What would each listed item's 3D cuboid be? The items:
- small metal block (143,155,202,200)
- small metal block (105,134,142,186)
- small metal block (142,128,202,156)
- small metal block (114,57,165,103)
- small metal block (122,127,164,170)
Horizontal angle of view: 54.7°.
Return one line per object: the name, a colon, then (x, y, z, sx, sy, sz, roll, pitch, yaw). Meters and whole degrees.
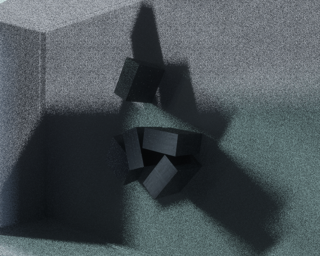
small metal block: (0.016, 0.057, 0.376, 0.025, 0.050, 0.050, 50, 119, 28)
small metal block: (-0.049, 0.044, 0.437, 0.050, 0.025, 0.050, 47, 132, 29)
small metal block: (0.015, 0.015, 0.376, 0.050, 0.050, 0.025, 11, 97, 39)
small metal block: (-0.027, -0.062, 0.411, 0.025, 0.050, 0.050, 36, 112, 34)
small metal block: (-0.018, 0.026, 0.403, 0.025, 0.050, 0.050, -19, 78, 38)
